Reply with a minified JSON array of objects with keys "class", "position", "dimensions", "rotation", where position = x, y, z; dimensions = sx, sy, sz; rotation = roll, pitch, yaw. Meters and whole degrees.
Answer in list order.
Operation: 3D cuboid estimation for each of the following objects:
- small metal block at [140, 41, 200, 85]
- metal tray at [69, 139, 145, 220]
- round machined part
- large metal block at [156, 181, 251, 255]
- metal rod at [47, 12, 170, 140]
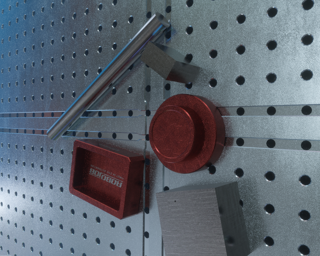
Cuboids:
[{"class":"small metal block","position":[0.013,-0.080,0.381],"dimensions":[0.050,0.050,0.025],"rotation":[44,116,31]},{"class":"metal tray","position":[-0.085,0.073,0.473],"dimensions":[0.130,0.030,0.089],"rotation":[13,98,39]},{"class":"round machined part","position":[0.025,0.007,0.376],"dimensions":[0.098,0.042,0.097],"rotation":[0,90,39]},{"class":"large metal block","position":[0.048,0.107,0.352],"dimensions":[0.080,0.050,0.080],"rotation":[-15,81,38]},{"class":"metal rod","position":[-0.096,-0.065,0.485],"dimensions":[0.299,0.025,0.025],"rotation":[-38,67,33]}]
